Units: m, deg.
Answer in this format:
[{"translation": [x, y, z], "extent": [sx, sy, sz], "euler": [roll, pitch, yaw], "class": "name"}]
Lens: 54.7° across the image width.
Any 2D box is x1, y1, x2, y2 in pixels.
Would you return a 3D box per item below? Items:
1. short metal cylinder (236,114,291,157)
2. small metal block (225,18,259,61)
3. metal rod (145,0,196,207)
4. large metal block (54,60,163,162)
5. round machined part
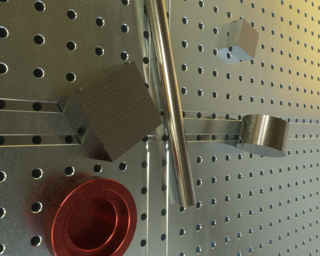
[{"translation": [0.175, 0.014, 0.523], "extent": [0.080, 0.080, 0.050], "euler": [25, 74, -38], "class": "short metal cylinder"}, {"translation": [0.142, -0.150, 0.531], "extent": [0.050, 0.025, 0.050], "euler": [24, 75, -38], "class": "small metal block"}, {"translation": [0.015, -0.038, 0.423], "extent": [0.025, 0.025, 0.298], "euler": [-16, 101, -39], "class": "metal rod"}, {"translation": [-0.055, -0.019, 0.348], "extent": [0.080, 0.050, 0.080], "euler": [-39, 114, -33], "class": "large metal block"}, {"translation": [-0.077, 0.101, 0.335], "extent": [0.099, 0.042, 0.097], "euler": [0, 90, -40], "class": "round machined part"}]
